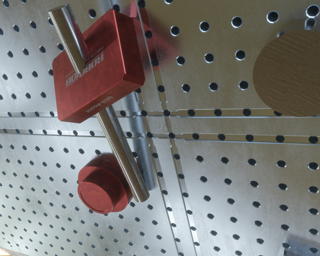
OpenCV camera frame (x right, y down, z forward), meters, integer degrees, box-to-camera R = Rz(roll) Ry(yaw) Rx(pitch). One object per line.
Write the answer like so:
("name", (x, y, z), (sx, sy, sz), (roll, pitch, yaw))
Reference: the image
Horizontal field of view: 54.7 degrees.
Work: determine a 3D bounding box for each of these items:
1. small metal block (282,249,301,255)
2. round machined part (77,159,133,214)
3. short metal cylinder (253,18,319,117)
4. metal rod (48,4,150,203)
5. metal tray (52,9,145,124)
("small metal block", (0.193, 0.206, 0.437), (0.050, 0.025, 0.050), (16, 125, 19))
("round machined part", (-0.097, 0.104, 0.516), (0.098, 0.042, 0.097), (13, 124, 21))
("short metal cylinder", (0.133, -0.057, 0.290), (0.080, 0.050, 0.079), (13, 124, 21))
("metal rod", (-0.070, -0.011, 0.417), (0.025, 0.025, 0.299), (0, 126, 28))
("metal tray", (-0.080, -0.069, 0.376), (0.130, 0.030, 0.090), (-25, 68, 36))
